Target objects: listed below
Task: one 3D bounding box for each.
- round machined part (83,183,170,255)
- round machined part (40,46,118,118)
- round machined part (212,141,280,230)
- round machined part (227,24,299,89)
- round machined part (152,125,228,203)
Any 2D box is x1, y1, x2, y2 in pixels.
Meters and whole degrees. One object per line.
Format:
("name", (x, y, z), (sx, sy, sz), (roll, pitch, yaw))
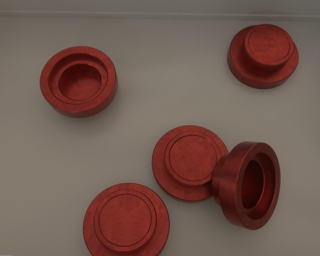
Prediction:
("round machined part", (-0.038, 0.109, 0.352), (0.099, 0.042, 0.098), (1, 60, -1))
("round machined part", (-0.106, -0.058, 0.421), (0.099, 0.042, 0.098), (0, 70, -1))
("round machined part", (0.097, 0.064, 0.360), (0.042, 0.098, 0.098), (2, 62, 47))
("round machined part", (0.149, -0.108, 0.442), (0.099, 0.042, 0.098), (0, 70, -1))
("round machined part", (0.039, 0.042, 0.386), (0.099, 0.042, 0.098), (0, 70, -1))
